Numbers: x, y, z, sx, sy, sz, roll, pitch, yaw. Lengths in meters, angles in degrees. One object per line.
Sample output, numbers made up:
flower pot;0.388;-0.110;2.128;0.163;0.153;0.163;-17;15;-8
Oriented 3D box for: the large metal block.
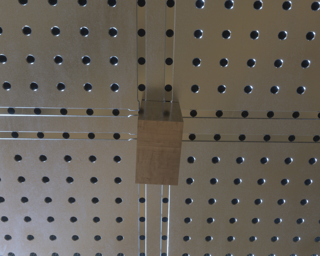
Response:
large metal block;-0.002;0.016;0.389;0.050;0.080;0.079;3;110;-2
